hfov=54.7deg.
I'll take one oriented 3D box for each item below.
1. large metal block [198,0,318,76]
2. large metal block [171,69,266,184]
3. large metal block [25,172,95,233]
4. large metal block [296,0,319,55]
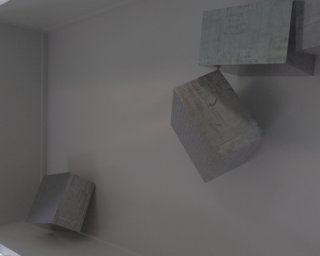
[{"bbox_3d":[0.094,-0.079,0.293,0.080,0.081,0.050,8,95,40],"label":"large metal block"},{"bbox_3d":[0.053,0.001,0.320,0.080,0.050,0.080,61,168,22],"label":"large metal block"},{"bbox_3d":[-0.161,0.121,0.502,0.080,0.050,0.080,-13,52,39],"label":"large metal block"},{"bbox_3d":[0.153,-0.099,0.236,0.050,0.081,0.080,2,91,64],"label":"large metal block"}]
